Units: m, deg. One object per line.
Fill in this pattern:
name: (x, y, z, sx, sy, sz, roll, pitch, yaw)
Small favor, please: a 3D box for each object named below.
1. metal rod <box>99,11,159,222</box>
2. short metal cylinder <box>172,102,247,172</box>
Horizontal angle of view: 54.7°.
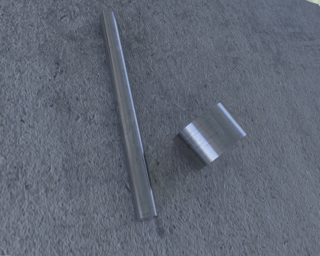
metal rod: (-0.046, -0.033, 0.399, 0.025, 0.025, 0.299, 1, 61, -28)
short metal cylinder: (0.063, 0.012, 0.395, 0.081, 0.080, 0.050, -31, 79, -38)
